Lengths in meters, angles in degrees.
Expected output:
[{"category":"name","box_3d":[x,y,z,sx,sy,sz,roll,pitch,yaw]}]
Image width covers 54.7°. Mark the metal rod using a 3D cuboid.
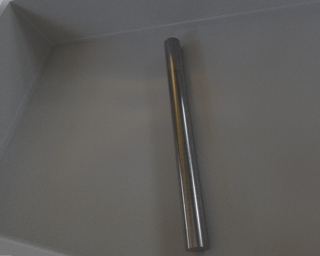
[{"category":"metal rod","box_3d":[0.028,-0.004,0.391,0.025,0.025,0.299,-17,55,18]}]
